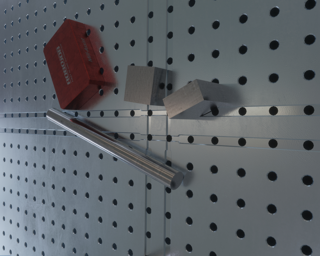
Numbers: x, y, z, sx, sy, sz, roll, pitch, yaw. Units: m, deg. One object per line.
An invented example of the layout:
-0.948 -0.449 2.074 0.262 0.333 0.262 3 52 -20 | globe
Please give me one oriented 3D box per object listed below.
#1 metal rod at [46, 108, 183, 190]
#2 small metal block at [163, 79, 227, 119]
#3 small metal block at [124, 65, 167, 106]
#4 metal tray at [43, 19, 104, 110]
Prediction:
-0.089 0.021 0.482 0.300 0.025 0.025 23 104 37 | metal rod
0.041 -0.031 0.360 0.050 0.050 0.025 -28 73 36 | small metal block
-0.021 -0.059 0.427 0.050 0.025 0.050 12 98 39 | small metal block
-0.151 -0.107 0.531 0.090 0.030 0.130 -34 69 34 | metal tray
